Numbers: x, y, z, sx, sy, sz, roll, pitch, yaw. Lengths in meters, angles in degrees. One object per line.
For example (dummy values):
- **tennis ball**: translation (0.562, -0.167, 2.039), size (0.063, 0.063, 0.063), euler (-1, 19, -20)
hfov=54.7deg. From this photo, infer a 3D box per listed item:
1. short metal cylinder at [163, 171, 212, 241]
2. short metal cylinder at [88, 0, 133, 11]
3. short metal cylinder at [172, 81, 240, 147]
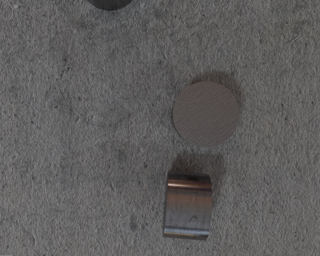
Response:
- **short metal cylinder**: translation (0.032, 0.095, 0.383), size (0.050, 0.080, 0.080), euler (5, 90, 0)
- **short metal cylinder**: translation (-0.068, -0.199, 0.397), size (0.081, 0.050, 0.080), euler (0, 90, 0)
- **short metal cylinder**: translation (0.056, -0.017, 0.398), size (0.081, 0.050, 0.080), euler (0, 90, 0)
